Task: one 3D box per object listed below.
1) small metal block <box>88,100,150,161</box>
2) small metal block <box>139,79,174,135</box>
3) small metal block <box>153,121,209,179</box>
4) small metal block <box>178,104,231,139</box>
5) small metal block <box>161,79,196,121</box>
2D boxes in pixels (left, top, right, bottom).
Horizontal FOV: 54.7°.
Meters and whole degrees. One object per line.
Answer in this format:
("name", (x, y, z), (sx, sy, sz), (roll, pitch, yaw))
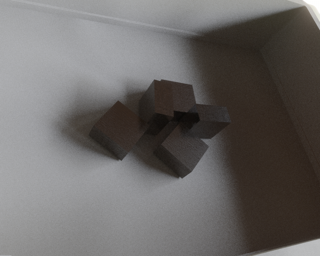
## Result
("small metal block", (-0.049, 0.003, 0.376), (0.050, 0.025, 0.050), (39, 51, -3))
("small metal block", (-0.006, -0.026, 0.401), (0.025, 0.050, 0.050), (12, 57, -22))
("small metal block", (0.028, 0.028, 0.402), (0.050, 0.025, 0.050), (42, 51, 0))
("small metal block", (0.060, -0.008, 0.426), (0.050, 0.050, 0.025), (3, 61, -27))
("small metal block", (0.023, -0.038, 0.440), (0.050, 0.025, 0.050), (6, 59, -25))
